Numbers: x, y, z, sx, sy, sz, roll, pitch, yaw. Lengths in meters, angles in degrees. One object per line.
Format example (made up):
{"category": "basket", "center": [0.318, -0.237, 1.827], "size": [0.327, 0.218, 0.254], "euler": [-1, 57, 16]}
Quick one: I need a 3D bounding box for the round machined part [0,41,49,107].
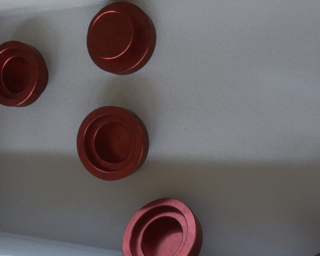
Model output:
{"category": "round machined part", "center": [-0.213, -0.080, 0.477], "size": [0.098, 0.042, 0.097], "euler": [0, 90, 20]}

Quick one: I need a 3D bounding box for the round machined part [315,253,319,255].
{"category": "round machined part", "center": [0.189, 0.147, 0.302], "size": [0.098, 0.098, 0.042], "euler": [-32, 72, 17]}

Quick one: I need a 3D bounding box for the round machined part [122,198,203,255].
{"category": "round machined part", "center": [0.007, 0.140, 0.381], "size": [0.098, 0.042, 0.098], "euler": [-19, 41, 18]}

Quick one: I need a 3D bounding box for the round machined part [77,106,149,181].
{"category": "round machined part", "center": [-0.060, 0.020, 0.423], "size": [0.098, 0.042, 0.097], "euler": [0, 90, 20]}

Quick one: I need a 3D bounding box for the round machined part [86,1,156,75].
{"category": "round machined part", "center": [-0.058, -0.124, 0.422], "size": [0.098, 0.042, 0.097], "euler": [0, 90, 20]}
